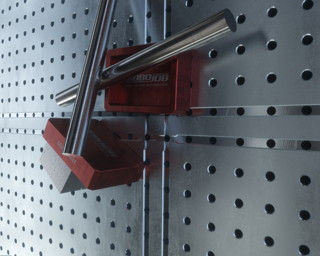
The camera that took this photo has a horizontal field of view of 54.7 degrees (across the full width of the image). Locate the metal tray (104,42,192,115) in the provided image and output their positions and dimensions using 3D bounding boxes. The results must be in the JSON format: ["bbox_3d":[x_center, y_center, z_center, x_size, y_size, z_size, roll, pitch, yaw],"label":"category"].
[{"bbox_3d":[-0.020,-0.065,0.420,0.130,0.030,0.089,4,93,39],"label":"metal tray"}]

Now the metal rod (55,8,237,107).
[{"bbox_3d":[-0.043,-0.077,0.402,0.300,0.025,0.025,-15,80,38],"label":"metal rod"}]

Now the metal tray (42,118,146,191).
[{"bbox_3d":[-0.094,0.031,0.442,0.130,0.091,0.030,38,113,33],"label":"metal tray"}]

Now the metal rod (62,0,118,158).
[{"bbox_3d":[-0.083,-0.108,0.417,0.025,0.025,0.299,-5,68,39],"label":"metal rod"}]

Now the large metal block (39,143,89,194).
[{"bbox_3d":[-0.147,0.048,0.511,0.080,0.050,0.080,45,117,30],"label":"large metal block"}]
